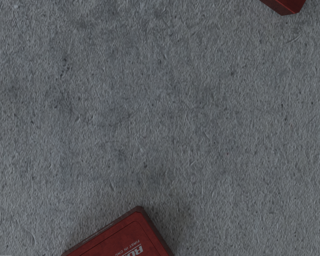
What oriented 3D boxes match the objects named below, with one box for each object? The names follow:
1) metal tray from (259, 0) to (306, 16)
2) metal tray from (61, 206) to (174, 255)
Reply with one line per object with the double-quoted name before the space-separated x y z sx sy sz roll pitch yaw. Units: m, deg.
"metal tray" 0.164 -0.222 0.387 0.090 0.030 0.129 26 97 -18
"metal tray" -0.057 0.175 0.406 0.130 0.030 0.090 -33 90 0
